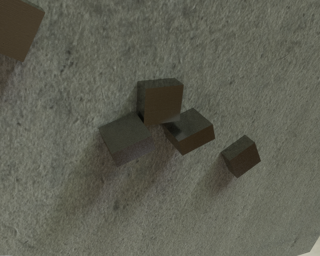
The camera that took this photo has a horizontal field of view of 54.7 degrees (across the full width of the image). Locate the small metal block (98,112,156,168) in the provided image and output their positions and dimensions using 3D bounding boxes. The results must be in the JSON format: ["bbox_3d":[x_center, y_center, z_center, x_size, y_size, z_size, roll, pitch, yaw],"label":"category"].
[{"bbox_3d":[-0.041,0.013,0.376,0.050,0.050,0.025,-25,136,-13],"label":"small metal block"}]

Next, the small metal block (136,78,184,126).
[{"bbox_3d":[-0.001,-0.033,0.387,0.050,0.025,0.050,-9,123,-24],"label":"small metal block"}]

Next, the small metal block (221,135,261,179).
[{"bbox_3d":[0.134,0.048,0.512,0.050,0.025,0.050,-35,129,-6],"label":"small metal block"}]

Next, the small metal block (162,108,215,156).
[{"bbox_3d":[0.038,0.004,0.415,0.050,0.050,0.025,-26,128,-12],"label":"small metal block"}]

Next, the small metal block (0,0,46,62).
[{"bbox_3d":[-0.138,-0.094,0.274,0.050,0.025,0.050,20,108,-36],"label":"small metal block"}]
